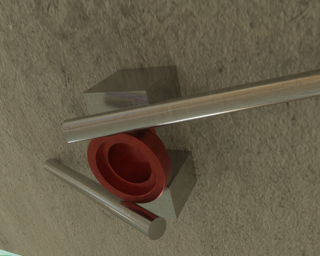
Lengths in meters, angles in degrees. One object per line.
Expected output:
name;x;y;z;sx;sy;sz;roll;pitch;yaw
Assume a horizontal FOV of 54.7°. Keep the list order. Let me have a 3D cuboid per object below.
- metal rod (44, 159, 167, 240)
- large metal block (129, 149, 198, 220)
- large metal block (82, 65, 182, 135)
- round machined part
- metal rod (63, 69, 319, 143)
metal rod;-0.099;0.087;0.440;0.300;0.025;0.025;12;127;49
large metal block;-0.004;0.070;0.417;0.080;0.080;0.050;1;119;27
large metal block;-0.028;-0.035;0.365;0.080;0.080;0.050;1;119;27
round machined part;-0.031;0.036;0.358;0.098;0.042;0.097;13;124;20
metal rod;0.053;-0.024;0.295;0.301;0.025;0.025;-11;115;8
